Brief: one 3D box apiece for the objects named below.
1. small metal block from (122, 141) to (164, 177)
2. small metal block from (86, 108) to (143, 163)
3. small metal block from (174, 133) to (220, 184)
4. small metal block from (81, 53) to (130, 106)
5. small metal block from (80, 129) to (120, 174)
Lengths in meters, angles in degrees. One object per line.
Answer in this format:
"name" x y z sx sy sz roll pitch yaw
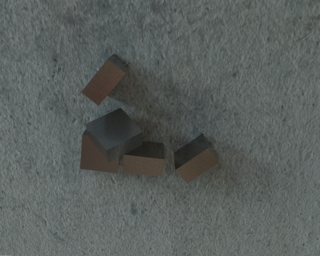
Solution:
"small metal block" -0.021 0.039 0.411 0.050 0.050 0.025 7 110 -3
"small metal block" -0.056 0.008 0.386 0.050 0.050 0.025 -28 146 -25
"small metal block" 0.047 0.039 0.412 0.050 0.050 0.025 -36 107 12
"small metal block" -0.064 -0.060 0.374 0.025 0.050 0.050 39 105 -13
"small metal block" -0.079 0.031 0.420 0.050 0.025 0.050 8 110 -4
